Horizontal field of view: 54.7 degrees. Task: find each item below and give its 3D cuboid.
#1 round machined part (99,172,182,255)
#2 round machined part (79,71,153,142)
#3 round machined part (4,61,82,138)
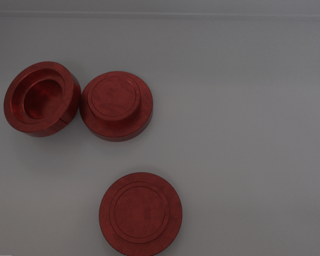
[{"bbox_3d":[-0.023,0.100,0.364,0.099,0.042,0.098,0,70,0],"label":"round machined part"},{"bbox_3d":[-0.059,-0.034,0.412,0.099,0.042,0.098,0,70,0],"label":"round machined part"},{"bbox_3d":[-0.147,-0.034,0.404,0.098,0.042,0.098,-5,69,14],"label":"round machined part"}]
